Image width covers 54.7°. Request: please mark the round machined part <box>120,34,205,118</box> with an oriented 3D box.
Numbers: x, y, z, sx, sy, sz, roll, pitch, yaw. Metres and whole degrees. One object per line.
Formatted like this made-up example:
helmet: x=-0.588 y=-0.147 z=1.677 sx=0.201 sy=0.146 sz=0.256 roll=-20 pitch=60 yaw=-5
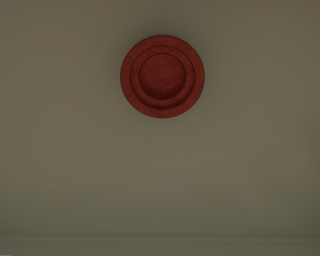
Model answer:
round machined part: x=0.003 y=-0.064 z=0.379 sx=0.099 sy=0.042 sz=0.097 roll=0 pitch=110 yaw=-1
